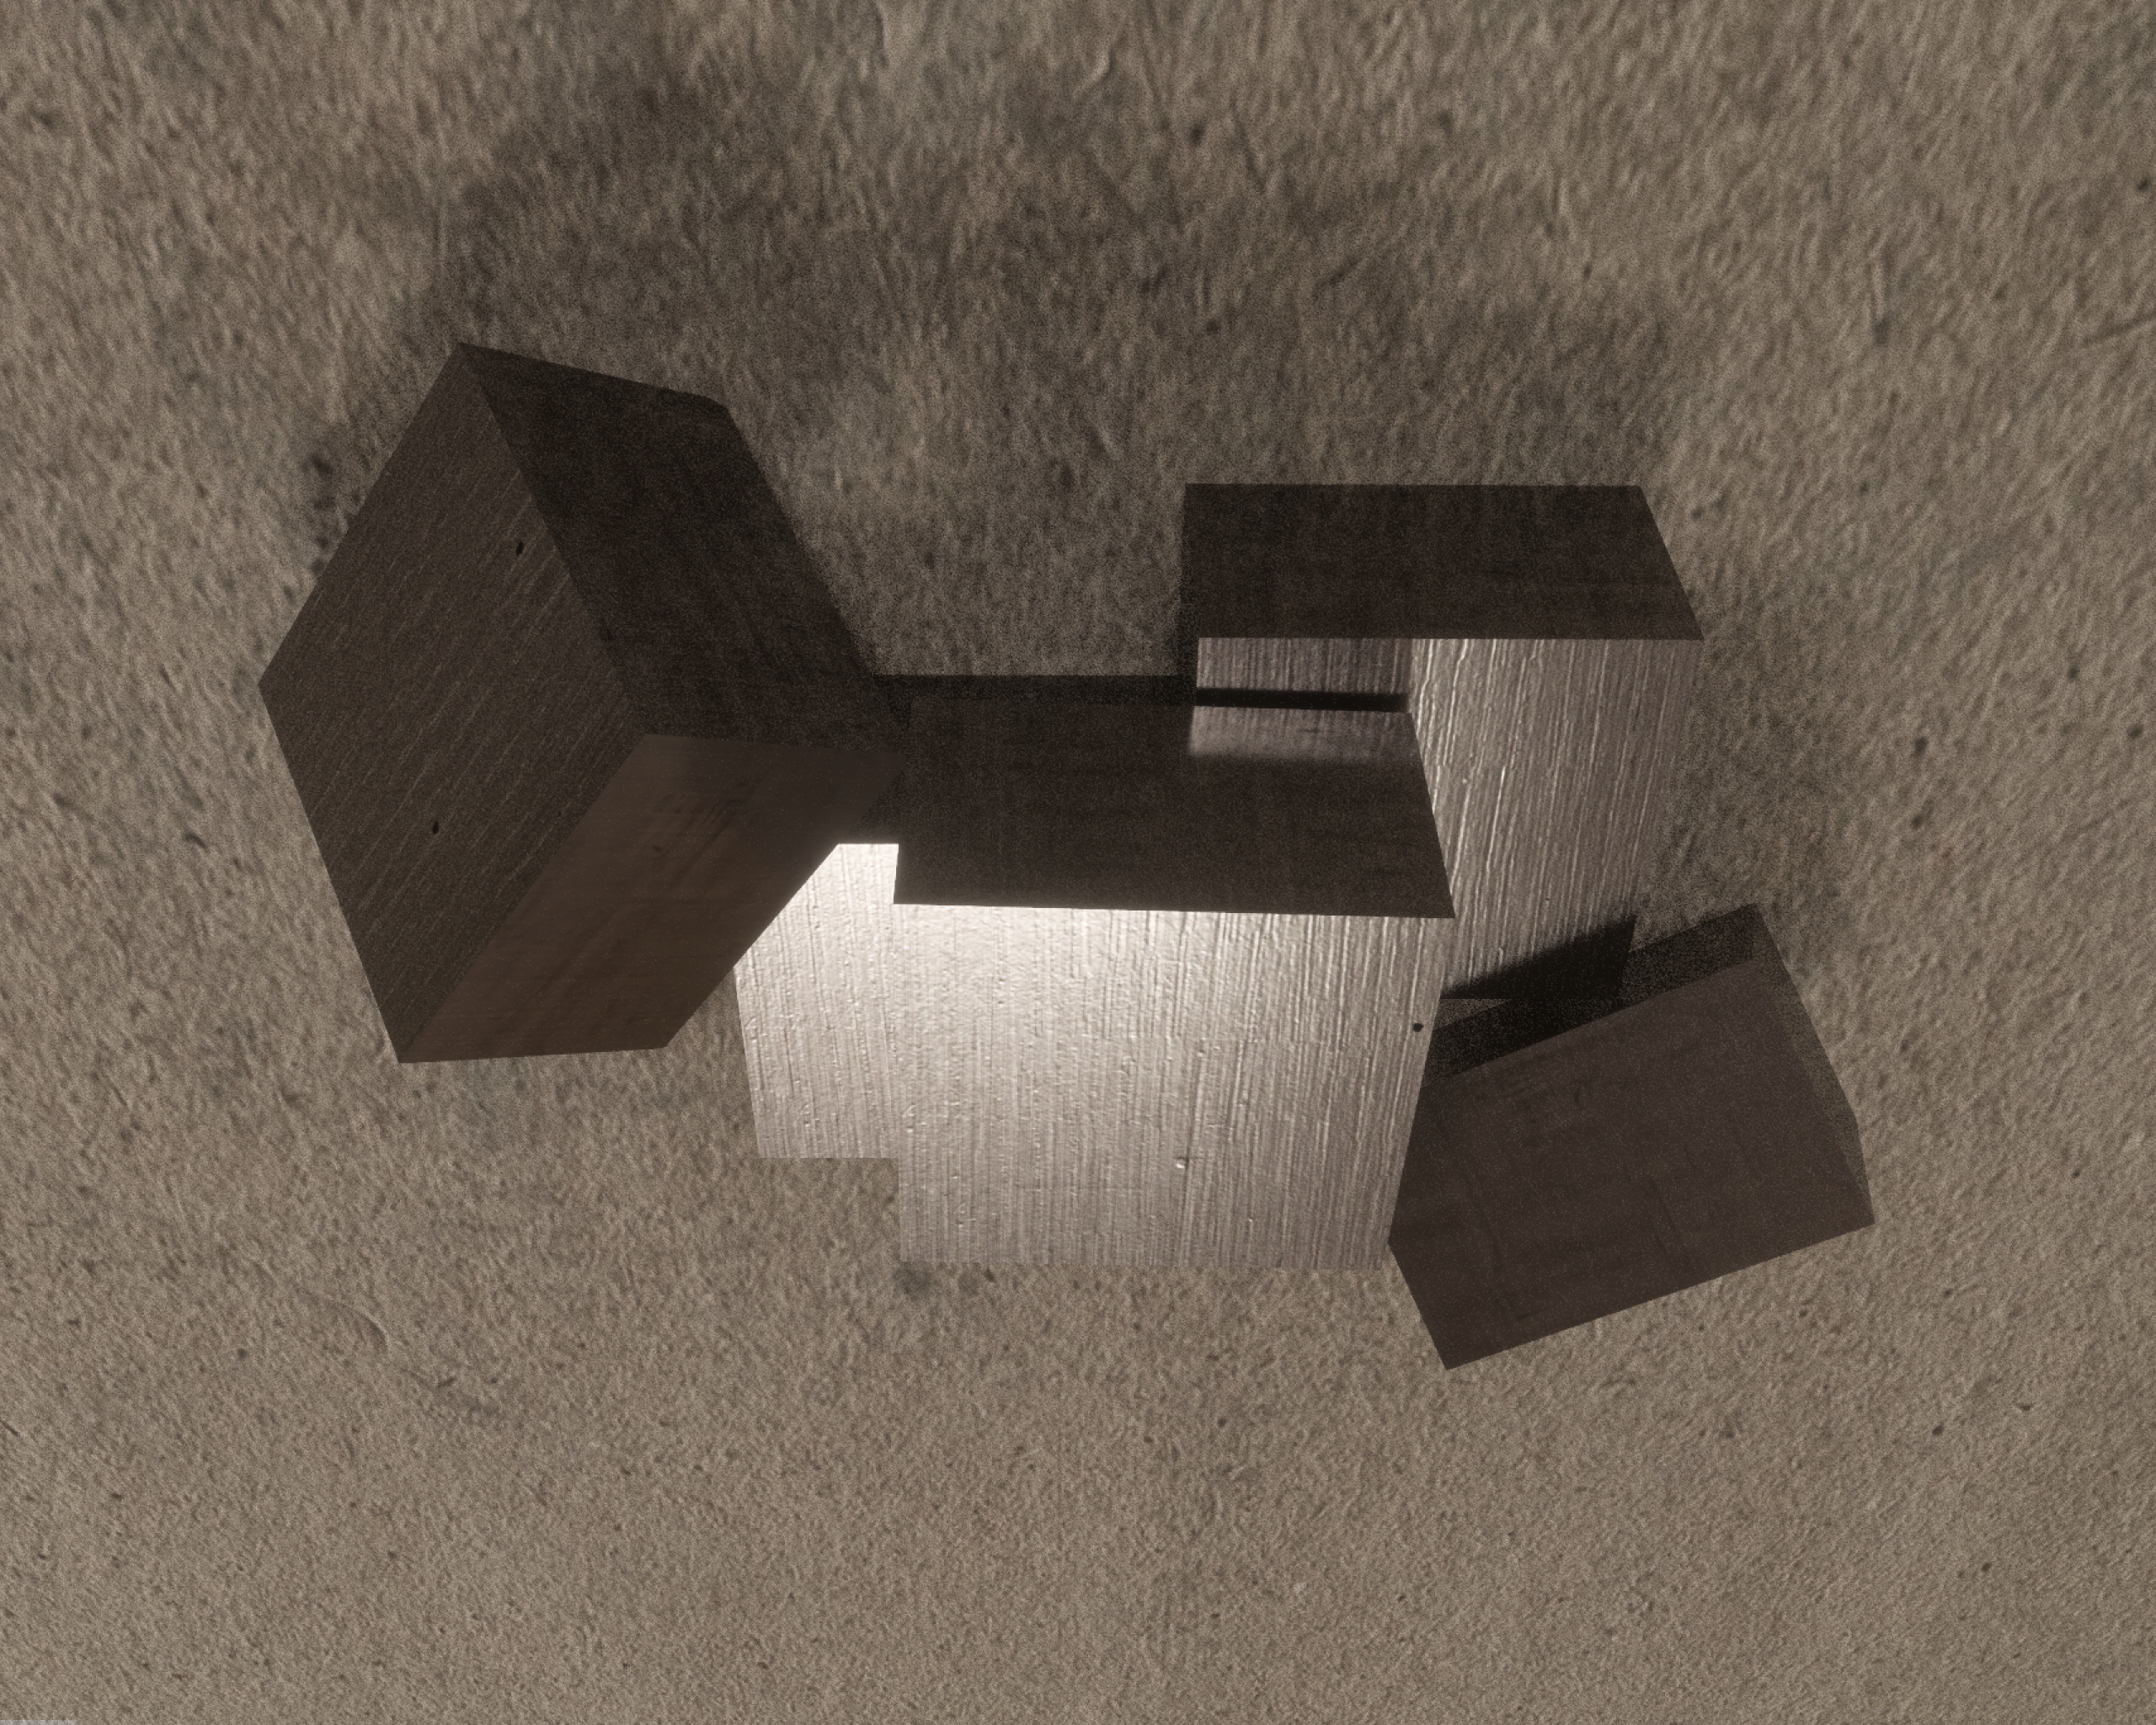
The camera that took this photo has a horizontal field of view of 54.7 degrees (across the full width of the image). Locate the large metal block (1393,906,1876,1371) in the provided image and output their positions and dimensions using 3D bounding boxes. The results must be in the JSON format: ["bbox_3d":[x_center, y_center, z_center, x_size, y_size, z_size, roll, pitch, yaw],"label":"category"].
[{"bbox_3d":[0.104,0.051,0.409,0.080,0.080,0.050,-25,88,19],"label":"large metal block"}]

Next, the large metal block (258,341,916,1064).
[{"bbox_3d":[-0.084,-0.024,0.342,0.050,0.080,0.080,2,140,-48],"label":"large metal block"}]

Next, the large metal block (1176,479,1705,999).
[{"bbox_3d":[0.059,-0.021,0.376,0.081,0.050,0.079,0,130,-1],"label":"large metal block"}]

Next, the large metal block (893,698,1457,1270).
[{"bbox_3d":[0.012,0.021,0.342,0.081,0.050,0.079,2,130,-2],"label":"large metal block"}]

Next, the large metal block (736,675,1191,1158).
[{"bbox_3d":[-0.021,0.011,0.399,0.081,0.050,0.079,0,130,-1],"label":"large metal block"}]
